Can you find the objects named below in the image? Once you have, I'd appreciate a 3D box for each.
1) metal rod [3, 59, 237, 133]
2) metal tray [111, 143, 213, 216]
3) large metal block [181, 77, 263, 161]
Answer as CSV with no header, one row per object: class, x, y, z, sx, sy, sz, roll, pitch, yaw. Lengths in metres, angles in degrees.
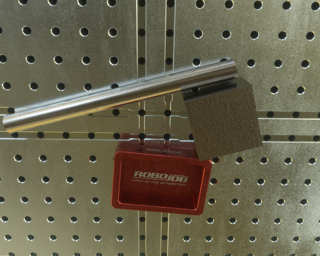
metal rod,-0.053,-0.040,0.398,0.302,0.025,0.025,-13,110,4
metal tray,0.001,0.073,0.437,0.131,0.030,0.089,6,110,-3
large metal block,0.078,-0.012,0.397,0.080,0.050,0.080,-14,110,5
